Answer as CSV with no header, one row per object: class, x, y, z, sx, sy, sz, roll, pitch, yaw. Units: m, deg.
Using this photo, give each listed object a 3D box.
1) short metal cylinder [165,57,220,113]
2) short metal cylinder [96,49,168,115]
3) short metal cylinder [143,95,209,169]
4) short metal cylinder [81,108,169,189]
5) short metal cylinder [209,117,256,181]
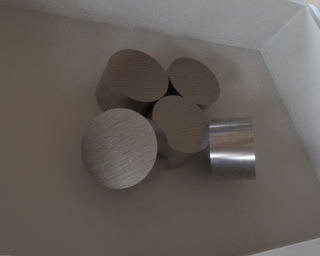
short metal cylinder,0.038,-0.054,0.443,0.081,0.050,0.080,14,56,-21
short metal cylinder,-0.036,-0.054,0.401,0.081,0.050,0.080,14,56,-21
short metal cylinder,0.017,0.006,0.393,0.081,0.050,0.080,14,56,-21
short metal cylinder,-0.035,0.022,0.330,0.080,0.080,0.050,59,8,13
short metal cylinder,0.094,0.027,0.396,0.050,0.080,0.080,-4,55,15
